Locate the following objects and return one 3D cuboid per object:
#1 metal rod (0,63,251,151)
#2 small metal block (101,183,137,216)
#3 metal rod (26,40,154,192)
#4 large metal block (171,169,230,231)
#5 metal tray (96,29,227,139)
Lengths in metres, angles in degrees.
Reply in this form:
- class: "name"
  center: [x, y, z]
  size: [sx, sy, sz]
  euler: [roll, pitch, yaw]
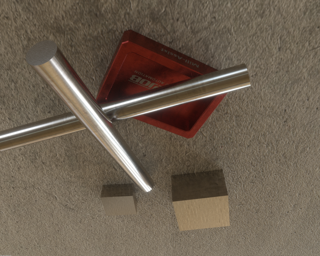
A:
- class: "metal rod"
  center: [-0.053, -0.019, 0.350]
  size: [0.301, 0.025, 0.025]
  euler: [-14, 129, 12]
- class: "small metal block"
  center: [-0.066, 0.118, 0.507]
  size: [0.050, 0.025, 0.050]
  euler: [-4, 130, 2]
- class: "metal rod"
  center: [-0.055, 0.016, 0.357]
  size: [0.025, 0.025, 0.299]
  euler: [-11, 149, 9]
- class: "large metal block"
  center: [0.065, 0.115, 0.490]
  size: [0.080, 0.050, 0.080]
  euler: [-8, 130, 6]
- class: "metal tray"
  center: [0.002, -0.046, 0.364]
  size: [0.131, 0.030, 0.089]
  euler: [21, 127, -17]
